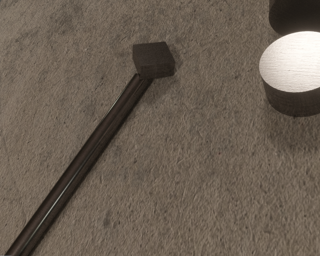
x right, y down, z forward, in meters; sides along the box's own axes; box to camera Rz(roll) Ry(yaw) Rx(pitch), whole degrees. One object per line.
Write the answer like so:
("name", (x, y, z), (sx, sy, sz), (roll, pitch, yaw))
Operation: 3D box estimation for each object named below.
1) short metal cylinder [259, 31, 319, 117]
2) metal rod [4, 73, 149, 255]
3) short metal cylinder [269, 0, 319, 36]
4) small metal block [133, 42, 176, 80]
("short metal cylinder", (0.155, -0.059, 0.342), (0.080, 0.050, 0.080), (-13, 56, 20))
("metal rod", (-0.108, 0.048, 0.428), (0.025, 0.025, 0.300), (24, 74, 36))
("short metal cylinder", (0.174, -0.155, 0.372), (0.080, 0.080, 0.050), (-3, 61, 26))
("small metal block", (-0.010, -0.100, 0.455), (0.050, 0.025, 0.050), (-9, 52, -14))
